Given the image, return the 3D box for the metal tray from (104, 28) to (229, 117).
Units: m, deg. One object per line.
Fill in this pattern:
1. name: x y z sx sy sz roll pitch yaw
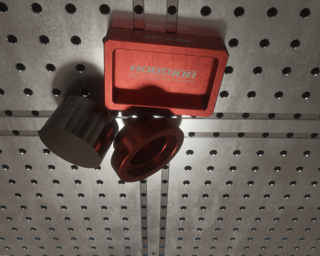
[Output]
1. metal tray: 0.003 -0.061 0.356 0.131 0.030 0.089 4 130 -4

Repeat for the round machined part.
1. round machined part: -0.021 0.022 0.399 0.099 0.042 0.098 -30 150 -19

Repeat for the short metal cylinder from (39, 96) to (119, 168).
1. short metal cylinder: -0.098 0.006 0.381 0.080 0.050 0.080 16 145 12
